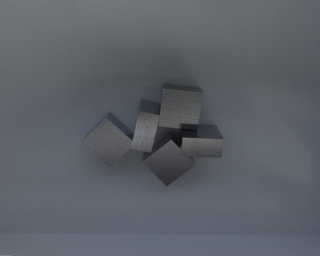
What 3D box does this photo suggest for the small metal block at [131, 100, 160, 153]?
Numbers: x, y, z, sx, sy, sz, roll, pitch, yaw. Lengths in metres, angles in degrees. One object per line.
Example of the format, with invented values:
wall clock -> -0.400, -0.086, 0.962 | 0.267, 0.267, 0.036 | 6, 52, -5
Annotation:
small metal block -> -0.018, -0.003, 0.394 | 0.025, 0.050, 0.050 | 12, 110, -5

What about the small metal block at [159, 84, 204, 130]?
small metal block -> 0.026, -0.027, 0.400 | 0.050, 0.025, 0.050 | 6, 110, -3

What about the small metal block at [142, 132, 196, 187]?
small metal block -> 0.012, 0.043, 0.425 | 0.050, 0.025, 0.050 | -39, 106, 12

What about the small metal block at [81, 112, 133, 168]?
small metal block -> -0.068, 0.016, 0.414 | 0.050, 0.025, 0.050 | -43, 105, 14

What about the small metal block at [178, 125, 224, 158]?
small metal block -> 0.052, 0.016, 0.402 | 0.050, 0.050, 0.025 | 3, 110, -2
